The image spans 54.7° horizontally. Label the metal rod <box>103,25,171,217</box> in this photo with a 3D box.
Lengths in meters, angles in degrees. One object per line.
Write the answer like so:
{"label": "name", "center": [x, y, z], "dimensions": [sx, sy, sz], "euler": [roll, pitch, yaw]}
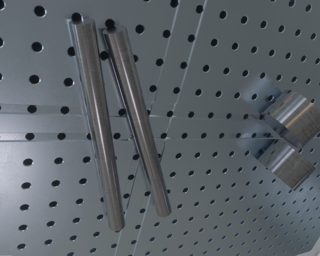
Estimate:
{"label": "metal rod", "center": [-0.020, 0.015, 0.409], "dimensions": [0.025, 0.025, 0.298], "euler": [-23, 127, -14]}

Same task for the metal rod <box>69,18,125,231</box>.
{"label": "metal rod", "center": [-0.071, 0.020, 0.385], "dimensions": [0.025, 0.025, 0.298], "euler": [-16, 125, -20]}

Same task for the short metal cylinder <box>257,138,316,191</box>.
{"label": "short metal cylinder", "center": [0.216, 0.062, 0.533], "dimensions": [0.050, 0.080, 0.080], "euler": [-49, 129, 7]}

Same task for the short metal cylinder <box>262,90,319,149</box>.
{"label": "short metal cylinder", "center": [0.206, -0.014, 0.480], "dimensions": [0.050, 0.080, 0.080], "euler": [-45, 129, 3]}
